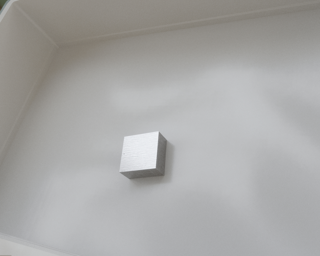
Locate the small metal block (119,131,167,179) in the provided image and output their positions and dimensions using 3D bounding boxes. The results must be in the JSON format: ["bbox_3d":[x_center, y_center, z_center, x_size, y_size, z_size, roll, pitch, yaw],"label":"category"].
[{"bbox_3d":[-0.021,0.035,0.396,0.050,0.025,0.050,-9,58,23],"label":"small metal block"}]
